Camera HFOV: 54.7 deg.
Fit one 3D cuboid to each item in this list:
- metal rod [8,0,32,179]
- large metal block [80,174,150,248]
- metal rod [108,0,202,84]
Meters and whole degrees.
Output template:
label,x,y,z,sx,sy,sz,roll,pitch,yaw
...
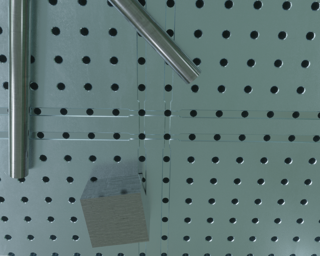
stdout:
label,x,y,z,sx,sy,sz,roll,pitch,yaw
metal rod,-0.174,-0.073,0.383,0.025,0.025,0.298,9,110,-4
large metal block,-0.060,0.117,0.443,0.080,0.050,0.079,-7,110,2
metal rod,-0.061,-0.165,0.351,0.025,0.025,0.300,-42,105,13
